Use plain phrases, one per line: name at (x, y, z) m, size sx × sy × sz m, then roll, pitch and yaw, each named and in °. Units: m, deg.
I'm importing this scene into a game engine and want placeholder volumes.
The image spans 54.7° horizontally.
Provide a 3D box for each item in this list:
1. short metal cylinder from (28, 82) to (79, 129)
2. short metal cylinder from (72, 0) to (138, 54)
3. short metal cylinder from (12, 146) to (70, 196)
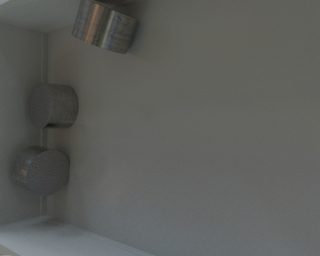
short metal cylinder at (-0.189, -0.039, 0.547) m, size 0.080 × 0.050 × 0.080 m, roll 0°, pitch 90°, yaw 40°
short metal cylinder at (-0.077, -0.142, 0.435) m, size 0.080 × 0.081 × 0.050 m, roll 34°, pitch 111°, yaw 35°
short metal cylinder at (-0.208, 0.074, 0.543) m, size 0.050 × 0.081 × 0.079 m, roll 9°, pitch 96°, yaw 39°
